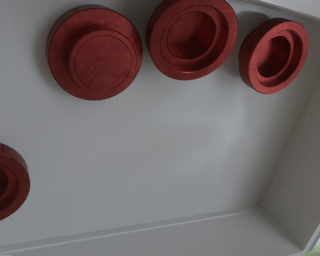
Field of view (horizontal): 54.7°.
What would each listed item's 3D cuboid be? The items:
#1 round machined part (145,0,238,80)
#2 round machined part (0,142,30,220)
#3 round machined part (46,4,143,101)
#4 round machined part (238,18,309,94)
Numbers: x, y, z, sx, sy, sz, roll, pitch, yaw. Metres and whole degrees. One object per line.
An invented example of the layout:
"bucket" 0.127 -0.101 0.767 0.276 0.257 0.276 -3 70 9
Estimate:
"round machined part" 0.031 -0.105 0.341 0.099 0.042 0.097 -11 134 -11
"round machined part" -0.192 0.053 0.326 0.099 0.042 0.097 -14 124 -21
"round machined part" -0.063 -0.072 0.318 0.099 0.042 0.097 -14 124 -21
"round machined part" 0.146 -0.098 0.416 0.099 0.042 0.097 -14 124 -21
